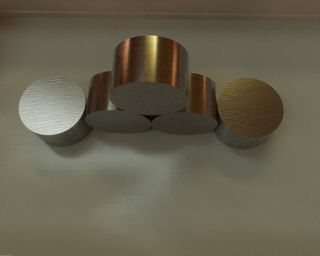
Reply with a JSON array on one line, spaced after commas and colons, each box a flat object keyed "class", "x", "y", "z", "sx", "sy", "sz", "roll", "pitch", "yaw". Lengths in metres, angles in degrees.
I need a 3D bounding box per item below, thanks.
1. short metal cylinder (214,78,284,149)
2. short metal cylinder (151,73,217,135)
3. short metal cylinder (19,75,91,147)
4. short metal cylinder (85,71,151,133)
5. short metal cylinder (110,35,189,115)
[{"class": "short metal cylinder", "x": 0.111, "y": -0.017, "z": 0.402, "sx": 0.081, "sy": 0.050, "sz": 0.080, "roll": 0, "pitch": 70, "yaw": 0}, {"class": "short metal cylinder", "x": 0.030, "y": -0.027, "z": 0.388, "sx": 0.080, "sy": 0.080, "sz": 0.050, "roll": 2, "pitch": 70, "yaw": 0}, {"class": "short metal cylinder", "x": -0.131, "y": -0.021, "z": 0.401, "sx": 0.081, "sy": 0.050, "sz": 0.080, "roll": 0, "pitch": 70, "yaw": 0}, {"class": "short metal cylinder", "x": -0.050, "y": -0.030, "z": 0.389, "sx": 0.080, "sy": 0.080, "sz": 0.050, "roll": 2, "pitch": 70, "yaw": 0}, {"class": "short metal cylinder", "x": -0.010, "y": -0.051, "z": 0.324, "sx": 0.080, "sy": 0.080, "sz": 0.050, "roll": 2, "pitch": 70, "yaw": 0}]
